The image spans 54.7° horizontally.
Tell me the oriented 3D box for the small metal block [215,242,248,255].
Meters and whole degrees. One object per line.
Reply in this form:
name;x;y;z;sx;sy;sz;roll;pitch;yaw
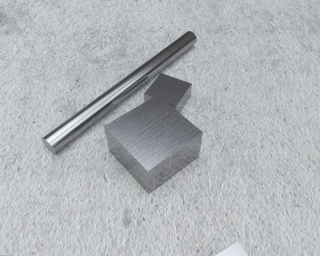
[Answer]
small metal block;0.065;0.143;0.284;0.050;0.025;0.050;-23;54;-19

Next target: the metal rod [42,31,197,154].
metal rod;-0.042;-0.067;0.458;0.025;0.025;0.301;32;57;24

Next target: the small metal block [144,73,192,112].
small metal block;0.012;-0.047;0.443;0.050;0.025;0.050;22;53;17

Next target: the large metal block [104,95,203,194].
large metal block;-0.008;0.017;0.373;0.080;0.050;0.080;-33;58;-25
